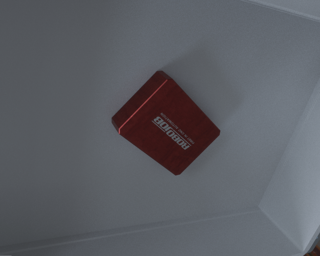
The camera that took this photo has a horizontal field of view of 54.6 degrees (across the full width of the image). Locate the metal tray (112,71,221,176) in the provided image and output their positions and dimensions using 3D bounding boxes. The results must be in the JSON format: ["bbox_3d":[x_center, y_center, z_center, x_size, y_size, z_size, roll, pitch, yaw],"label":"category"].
[{"bbox_3d":[0.012,-0.001,0.411,0.090,0.030,0.130,-46,129,4],"label":"metal tray"}]
